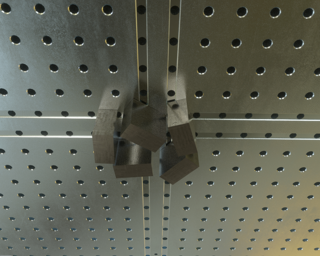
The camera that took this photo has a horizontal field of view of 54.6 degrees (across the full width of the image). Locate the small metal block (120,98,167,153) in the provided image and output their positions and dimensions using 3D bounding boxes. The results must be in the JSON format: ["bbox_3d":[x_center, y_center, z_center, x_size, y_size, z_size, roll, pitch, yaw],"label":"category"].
[{"bbox_3d":[-0.020,-0.004,0.392,0.050,0.050,0.025,27,126,-21],"label":"small metal block"}]

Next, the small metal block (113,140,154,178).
[{"bbox_3d":[-0.035,0.041,0.429,0.050,0.050,0.025,-4,130,3],"label":"small metal block"}]

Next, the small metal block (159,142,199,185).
[{"bbox_3d":[0.026,0.042,0.430,0.025,0.050,0.050,35,122,-25],"label":"small metal block"}]

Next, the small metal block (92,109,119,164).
[{"bbox_3d":[-0.070,0.011,0.404,0.025,0.050,0.050,3,131,-2],"label":"small metal block"}]

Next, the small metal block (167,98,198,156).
[{"bbox_3d":[0.028,-0.001,0.394,0.025,0.050,0.050,-13,128,10],"label":"small metal block"}]
